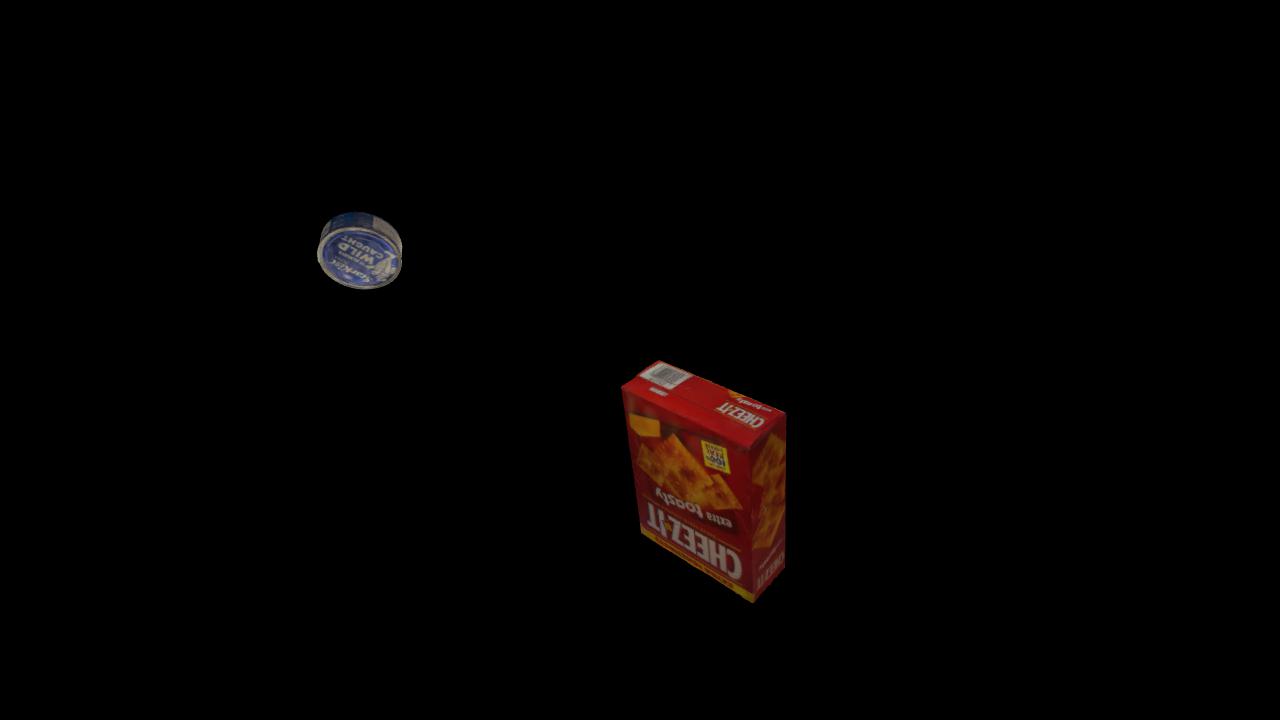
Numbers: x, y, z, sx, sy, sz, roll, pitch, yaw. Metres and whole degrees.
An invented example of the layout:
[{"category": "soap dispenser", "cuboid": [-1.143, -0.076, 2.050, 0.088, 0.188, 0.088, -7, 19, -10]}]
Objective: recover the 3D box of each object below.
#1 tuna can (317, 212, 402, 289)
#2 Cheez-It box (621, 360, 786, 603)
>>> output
[{"category": "tuna can", "cuboid": [-0.305, -0.119, 0.674, 0.084, 0.034, 0.084, -9, -41, -8]}, {"category": "Cheez-It box", "cuboid": [0.069, 0.129, 0.656, 0.166, 0.223, 0.071, 23, 43, 39]}]
